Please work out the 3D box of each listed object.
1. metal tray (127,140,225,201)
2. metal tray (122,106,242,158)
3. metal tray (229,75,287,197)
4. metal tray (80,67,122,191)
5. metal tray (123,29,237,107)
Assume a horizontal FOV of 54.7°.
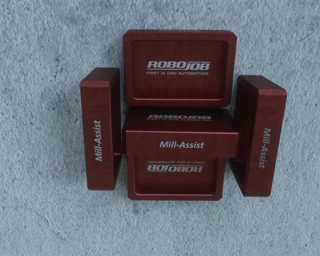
[{"bbox_3d":[0.021,0.054,0.430,0.131,0.030,0.089,1,109,-1],"label":"metal tray"},{"bbox_3d":[0.024,0.002,0.379,0.131,0.090,0.030,1,111,-1],"label":"metal tray"},{"bbox_3d":[0.114,0.007,0.380,0.030,0.090,0.129,1,110,0],"label":"metal tray"},{"bbox_3d":[-0.067,-0.002,0.375,0.030,0.090,0.129,1,111,-1],"label":"metal tray"},{"bbox_3d":[0.023,-0.073,0.382,0.131,0.030,0.089,0,113,-1],"label":"metal tray"}]
